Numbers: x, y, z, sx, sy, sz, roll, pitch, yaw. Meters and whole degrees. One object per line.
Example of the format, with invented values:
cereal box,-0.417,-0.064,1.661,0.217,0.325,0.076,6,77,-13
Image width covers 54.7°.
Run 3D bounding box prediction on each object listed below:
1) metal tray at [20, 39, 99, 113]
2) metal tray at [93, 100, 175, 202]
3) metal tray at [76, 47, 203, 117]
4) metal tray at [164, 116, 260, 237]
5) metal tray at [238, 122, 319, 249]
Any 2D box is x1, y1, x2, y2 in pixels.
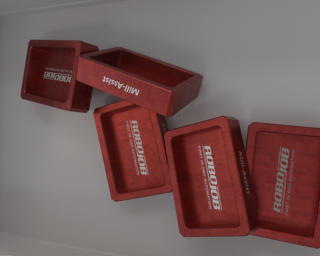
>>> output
metal tray,-0.145,-0.076,0.437,0.130,0.030,0.089,14,95,38
metal tray,-0.032,0.027,0.419,0.090,0.030,0.129,-14,85,19
metal tray,-0.024,-0.062,0.381,0.130,0.090,0.030,23,119,18
metal tray,0.058,0.059,0.367,0.090,0.030,0.129,-16,78,36
metal tray,0.143,0.061,0.357,0.090,0.030,0.129,6,92,19
